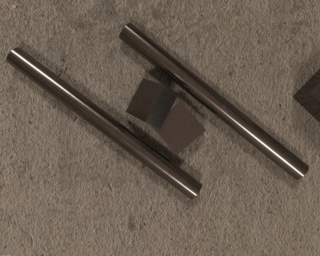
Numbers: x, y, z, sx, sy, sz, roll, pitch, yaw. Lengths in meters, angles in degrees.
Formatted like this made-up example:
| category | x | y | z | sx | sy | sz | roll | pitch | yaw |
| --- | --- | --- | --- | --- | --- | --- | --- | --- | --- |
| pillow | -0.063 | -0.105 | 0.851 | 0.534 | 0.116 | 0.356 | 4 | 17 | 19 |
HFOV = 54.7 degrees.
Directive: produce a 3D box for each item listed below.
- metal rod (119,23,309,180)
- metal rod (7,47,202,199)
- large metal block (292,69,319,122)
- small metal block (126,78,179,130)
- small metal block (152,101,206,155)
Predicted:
| category | x | y | z | sx | sy | sz | roll | pitch | yaw |
| --- | --- | --- | --- | --- | --- | --- | --- | --- | --- |
| metal rod | 0.071 | -0.035 | 0.410 | 0.300 | 0.025 | 0.025 | 39 | 90 | -1 |
| metal rod | -0.072 | -0.006 | 0.409 | 0.301 | 0.025 | 0.025 | 37 | 90 | -1 |
| large metal block | 0.239 | -0.044 | 0.401 | 0.080 | 0.050 | 0.080 | 44 | 90 | -1 |
| small metal block | -0.011 | -0.032 | 0.395 | 0.025 | 0.050 | 0.050 | 28 | 90 | -39 |
| small metal block | 0.024 | 0.000 | 0.410 | 0.050 | 0.025 | 0.050 | -41 | 91 | 0 |
